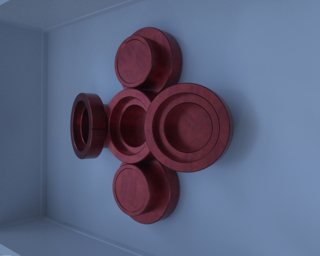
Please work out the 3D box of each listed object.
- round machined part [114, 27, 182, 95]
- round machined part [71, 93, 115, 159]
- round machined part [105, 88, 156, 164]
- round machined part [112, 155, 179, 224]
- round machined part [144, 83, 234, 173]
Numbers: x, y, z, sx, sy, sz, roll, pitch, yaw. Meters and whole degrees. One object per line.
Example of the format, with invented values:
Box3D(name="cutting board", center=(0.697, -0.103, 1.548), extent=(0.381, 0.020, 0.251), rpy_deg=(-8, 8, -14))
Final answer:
Box3D(name="round machined part", center=(-0.023, -0.085, 0.412), extent=(0.098, 0.042, 0.097), rpy_deg=(0, 90, 40))
Box3D(name="round machined part", center=(-0.099, -0.003, 0.465), extent=(0.098, 0.042, 0.097), rpy_deg=(0, 89, 57))
Box3D(name="round machined part", center=(-0.027, -0.003, 0.415), extent=(0.098, 0.042, 0.097), rpy_deg=(0, 90, 40))
Box3D(name="round machined part", center=(-0.026, 0.080, 0.415), extent=(0.098, 0.042, 0.097), rpy_deg=(0, 90, 40))
Box3D(name="round machined part", center=(0.035, 0.000, 0.354), extent=(0.098, 0.042, 0.097), rpy_deg=(0, 90, 23))
